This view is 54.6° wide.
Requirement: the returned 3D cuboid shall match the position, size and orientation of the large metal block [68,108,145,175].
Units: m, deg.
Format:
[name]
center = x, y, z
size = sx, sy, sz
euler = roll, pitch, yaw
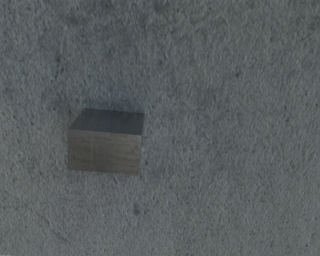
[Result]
[large metal block]
center = -0.063, 0.014, 0.385
size = 0.080, 0.080, 0.050
euler = 5, 110, -2
